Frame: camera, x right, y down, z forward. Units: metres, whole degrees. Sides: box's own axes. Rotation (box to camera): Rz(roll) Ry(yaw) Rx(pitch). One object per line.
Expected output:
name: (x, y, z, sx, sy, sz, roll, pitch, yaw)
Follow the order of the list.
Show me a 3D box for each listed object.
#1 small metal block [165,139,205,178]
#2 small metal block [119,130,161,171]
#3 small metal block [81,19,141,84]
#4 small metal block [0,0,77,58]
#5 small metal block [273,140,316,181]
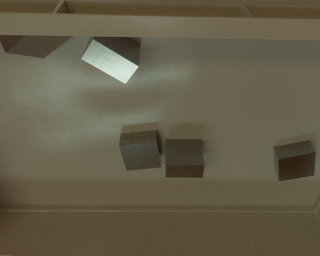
small metal block: (0.033, 0.041, 0.429, 0.050, 0.050, 0.025, 1, 130, -1)
small metal block: (-0.026, 0.032, 0.436, 0.050, 0.025, 0.050, -6, 130, 4)
small metal block: (-0.049, -0.080, 0.324, 0.050, 0.050, 0.025, 28, 125, -22)
small metal block: (-0.121, -0.096, 0.307, 0.050, 0.050, 0.025, -28, 85, 22)
small metal block: (0.196, 0.049, 0.454, 0.050, 0.025, 0.050, -12, 129, 9)
